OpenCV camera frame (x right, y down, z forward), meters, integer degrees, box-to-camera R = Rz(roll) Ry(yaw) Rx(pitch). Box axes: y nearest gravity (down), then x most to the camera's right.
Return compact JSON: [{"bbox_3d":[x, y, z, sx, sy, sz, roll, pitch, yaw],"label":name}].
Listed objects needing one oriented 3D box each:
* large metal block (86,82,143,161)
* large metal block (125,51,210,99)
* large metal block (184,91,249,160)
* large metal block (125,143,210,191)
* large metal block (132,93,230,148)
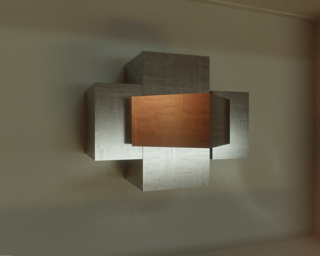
[{"bbox_3d":[-0.056,-0.007,0.360,0.050,0.080,0.080,0,90,-20],"label":"large metal block"},{"bbox_3d":[0.006,-0.058,0.382,0.081,0.080,0.050,0,90,-20],"label":"large metal block"},{"bbox_3d":[0.070,-0.004,0.404,0.050,0.080,0.080,0,90,-21],"label":"large metal block"},{"bbox_3d":[0.006,0.043,0.382,0.081,0.080,0.050,0,90,-20],"label":"large metal block"},{"bbox_3d":[0.025,-0.007,0.329,0.080,0.080,0.050,-1,91,-65],"label":"large metal block"}]
